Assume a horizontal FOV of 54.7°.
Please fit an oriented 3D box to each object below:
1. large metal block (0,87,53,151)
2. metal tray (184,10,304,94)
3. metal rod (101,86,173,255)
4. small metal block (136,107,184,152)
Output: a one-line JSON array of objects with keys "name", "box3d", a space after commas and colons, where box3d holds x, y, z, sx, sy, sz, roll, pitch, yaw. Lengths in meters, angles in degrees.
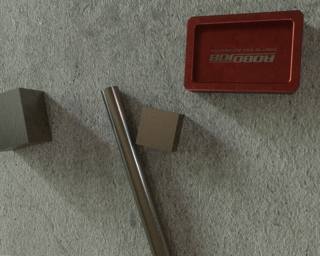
[{"name": "large metal block", "box3d": [-0.220, -0.010, 0.471, 0.080, 0.050, 0.080, -13, 86, 19]}, {"name": "metal tray", "box3d": [0.097, -0.088, 0.371, 0.130, 0.030, 0.089, 3, 91, 19]}, {"name": "metal rod", "box3d": [-0.023, 0.087, 0.416, 0.025, 0.025, 0.299, -21, 83, 18]}, {"name": "small metal block", "box3d": [0.000, 0.001, 0.408, 0.050, 0.025, 0.050, 12, 94, 19]}]
